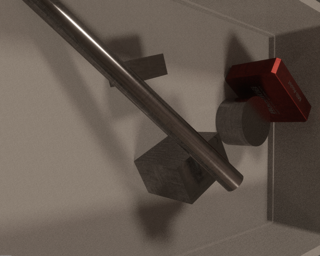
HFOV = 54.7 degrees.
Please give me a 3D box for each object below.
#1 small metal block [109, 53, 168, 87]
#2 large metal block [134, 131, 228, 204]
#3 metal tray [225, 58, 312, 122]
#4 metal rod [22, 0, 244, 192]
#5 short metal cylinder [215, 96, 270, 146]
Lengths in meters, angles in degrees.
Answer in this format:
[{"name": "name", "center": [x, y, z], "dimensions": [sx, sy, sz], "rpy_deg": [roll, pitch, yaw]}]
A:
[{"name": "small metal block", "center": [-0.028, -0.068, 0.368], "dimensions": [0.050, 0.050, 0.025], "rpy_deg": [-22, 104, -38]}, {"name": "large metal block", "center": [0.028, 0.046, 0.397], "dimensions": [0.081, 0.080, 0.050], "rpy_deg": [-35, 112, -35]}, {"name": "metal tray", "center": [0.183, -0.058, 0.520], "dimensions": [0.130, 0.090, 0.030], "rpy_deg": [41, 65, -33]}, {"name": "metal rod", "center": [-0.023, -0.038, 0.326], "dimensions": [0.300, 0.025, 0.025], "rpy_deg": [43, 62, -10]}, {"name": "short metal cylinder", "center": [0.137, -0.011, 0.508], "dimensions": [0.081, 0.050, 0.079], "rpy_deg": [0, 90, -40]}]
